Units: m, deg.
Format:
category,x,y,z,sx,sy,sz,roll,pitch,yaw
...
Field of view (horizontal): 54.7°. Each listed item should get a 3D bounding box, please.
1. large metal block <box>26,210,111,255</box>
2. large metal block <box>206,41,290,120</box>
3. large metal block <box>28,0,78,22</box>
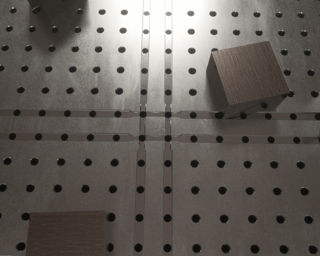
category,x,y,z,sx,sy,sz,roll,pitch,yaw
large metal block,-0.100,0.137,0.347,0.081,0.050,0.080,-2,70,-1
large metal block,0.116,-0.065,0.424,0.081,0.050,0.080,-12,71,-5
large metal block,-0.163,-0.223,0.462,0.050,0.080,0.080,41,75,13
